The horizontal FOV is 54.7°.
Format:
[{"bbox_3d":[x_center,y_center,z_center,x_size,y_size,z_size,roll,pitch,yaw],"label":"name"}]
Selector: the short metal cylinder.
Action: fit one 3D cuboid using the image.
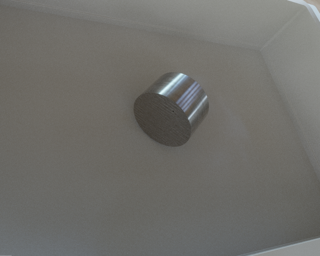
[{"bbox_3d":[0.014,-0.023,0.390,0.080,0.080,0.050,41,51,-1],"label":"short metal cylinder"}]
